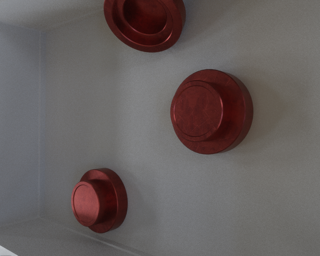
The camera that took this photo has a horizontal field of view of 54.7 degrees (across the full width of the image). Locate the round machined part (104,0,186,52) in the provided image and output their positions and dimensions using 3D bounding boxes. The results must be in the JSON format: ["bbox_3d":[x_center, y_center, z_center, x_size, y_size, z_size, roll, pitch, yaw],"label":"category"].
[{"bbox_3d":[-0.016,-0.145,0.383,0.098,0.098,0.042,-14,44,39],"label":"round machined part"}]

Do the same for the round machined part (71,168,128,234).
[{"bbox_3d":[-0.099,0.112,0.475,0.098,0.042,0.097,0,90,39],"label":"round machined part"}]

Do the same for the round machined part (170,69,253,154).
[{"bbox_3d":[0.051,-0.018,0.353,0.098,0.042,0.097,0,90,39],"label":"round machined part"}]
